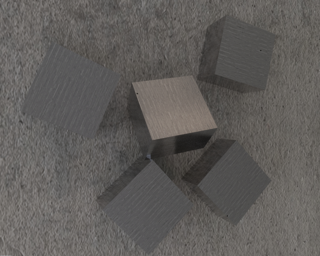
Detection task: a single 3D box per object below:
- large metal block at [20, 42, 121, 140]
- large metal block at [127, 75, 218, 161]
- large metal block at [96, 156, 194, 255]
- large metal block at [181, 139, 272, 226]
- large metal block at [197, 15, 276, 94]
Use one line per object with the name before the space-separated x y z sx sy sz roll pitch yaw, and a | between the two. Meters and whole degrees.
large metal block | -0.102 -0.039 0.358 0.080 0.050 0.080 24 82 -19
large metal block | 0.011 -0.014 0.381 0.081 0.050 0.080 -10 61 -20
large metal block | -0.020 0.093 0.389 0.080 0.050 0.080 -45 104 -15
large metal block | 0.091 0.072 0.429 0.080 0.050 0.080 -47 105 -14
large metal block | 0.106 -0.099 0.435 0.081 0.050 0.080 13 86 -20
